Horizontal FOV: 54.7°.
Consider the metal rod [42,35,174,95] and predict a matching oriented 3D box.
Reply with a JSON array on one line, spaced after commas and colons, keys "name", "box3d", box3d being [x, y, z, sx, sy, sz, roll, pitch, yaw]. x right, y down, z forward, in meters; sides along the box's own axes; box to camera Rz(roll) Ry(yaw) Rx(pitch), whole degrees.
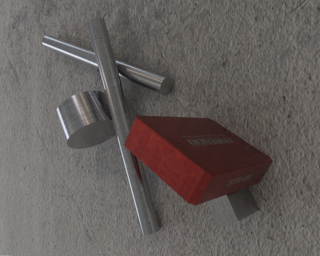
[{"name": "metal rod", "box3d": [-0.099, -0.107, 0.486, 0.300, 0.025, 0.025, 26, 107, 37]}]

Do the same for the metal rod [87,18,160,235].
[{"name": "metal rod", "box3d": [-0.051, -0.005, 0.425, 0.025, 0.025, 0.298, -18, 85, 38]}]

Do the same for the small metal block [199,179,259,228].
[{"name": "small metal block", "box3d": [0.073, 0.072, 0.328, 0.025, 0.050, 0.050, -35, 69, 35]}]

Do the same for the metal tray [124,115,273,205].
[{"name": "metal tray", "box3d": [0.042, 0.024, 0.302, 0.090, 0.131, 0.030, 38, 113, 33]}]

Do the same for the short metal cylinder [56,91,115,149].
[{"name": "short metal cylinder", "box3d": [-0.105, -0.011, 0.456, 0.080, 0.081, 0.050, -40, 66, 33]}]
